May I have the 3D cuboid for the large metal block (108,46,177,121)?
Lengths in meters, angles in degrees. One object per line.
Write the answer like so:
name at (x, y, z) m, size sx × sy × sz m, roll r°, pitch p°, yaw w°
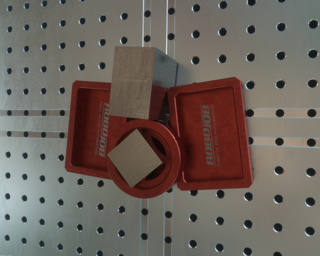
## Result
large metal block at (-0.018, -0.052, 0.386) m, size 0.050 × 0.080 × 0.079 m, roll 7°, pitch 92°, yaw 20°

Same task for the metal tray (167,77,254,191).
metal tray at (0.062, 0.009, 0.384) m, size 0.090 × 0.030 × 0.129 m, roll -7°, pitch 88°, yaw 19°

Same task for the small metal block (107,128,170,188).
small metal block at (-0.026, 0.036, 0.373) m, size 0.050 × 0.025 × 0.050 m, roll -41°, pitch 77°, yaw 15°

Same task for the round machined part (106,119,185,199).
round machined part at (-0.015, 0.037, 0.395) m, size 0.098 × 0.042 × 0.097 m, roll 0°, pitch 90°, yaw 19°

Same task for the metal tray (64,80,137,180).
metal tray at (-0.082, 0.002, 0.434) m, size 0.090 × 0.030 × 0.129 m, roll 7°, pitch 92°, yaw 19°
